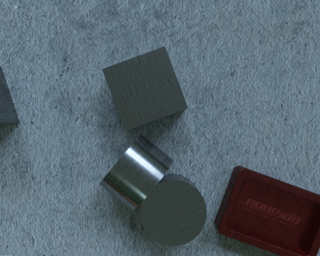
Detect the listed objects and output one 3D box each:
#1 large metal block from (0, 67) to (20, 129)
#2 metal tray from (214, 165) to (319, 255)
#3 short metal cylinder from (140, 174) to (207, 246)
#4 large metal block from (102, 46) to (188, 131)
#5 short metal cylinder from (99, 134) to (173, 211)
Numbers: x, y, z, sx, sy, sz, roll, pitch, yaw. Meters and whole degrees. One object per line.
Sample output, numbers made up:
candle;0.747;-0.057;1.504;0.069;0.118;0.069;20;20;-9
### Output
large metal block;-0.227;-0.037;0.381;0.050;0.080;0.080;-18;90;0
metal tray;0.149;0.114;0.408;0.131;0.030;0.090;20;90;0
short metal cylinder;0.016;0.102;0.398;0.081;0.050;0.080;0;90;0
large metal block;-0.018;-0.048;0.397;0.080;0.050;0.080;-20;90;0
short metal cylinder;-0.029;0.054;0.382;0.050;0.080;0.080;40;90;0
